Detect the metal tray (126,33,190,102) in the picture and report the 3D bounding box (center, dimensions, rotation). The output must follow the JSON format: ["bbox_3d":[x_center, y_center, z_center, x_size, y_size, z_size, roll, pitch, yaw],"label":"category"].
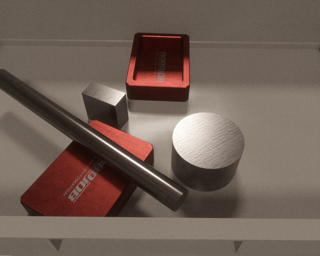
[{"bbox_3d":[0.000,-0.099,0.484,0.091,0.030,0.130,3,50,1],"label":"metal tray"}]

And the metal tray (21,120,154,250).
[{"bbox_3d":[-0.076,0.057,0.353,0.090,0.030,0.130,23,53,18],"label":"metal tray"}]

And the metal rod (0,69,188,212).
[{"bbox_3d":[-0.098,0.002,0.362,0.300,0.025,0.025,31,56,23],"label":"metal rod"}]

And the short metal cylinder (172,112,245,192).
[{"bbox_3d":[0.054,0.028,0.366,0.081,0.050,0.080,0,50,0],"label":"short metal cylinder"}]

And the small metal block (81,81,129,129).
[{"bbox_3d":[-0.072,-0.028,0.412,0.050,0.050,0.025,21,53,17],"label":"small metal block"}]
